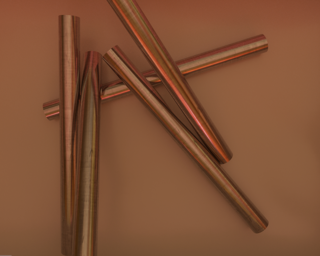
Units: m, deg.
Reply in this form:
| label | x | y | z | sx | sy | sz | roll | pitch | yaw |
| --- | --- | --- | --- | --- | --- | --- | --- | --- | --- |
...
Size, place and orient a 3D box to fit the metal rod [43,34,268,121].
| label | x | y | z | sx | sy | sz | roll | pitch | yaw |
| --- | --- | --- | --- | --- | --- | --- | --- | --- | --- |
| metal rod | -0.005 | -0.067 | 0.411 | 0.302 | 0.025 | 0.025 | -18 | 90 | -1 |

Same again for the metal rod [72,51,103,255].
| label | x | y | z | sx | sy | sz | roll | pitch | yaw |
| --- | --- | --- | --- | --- | --- | --- | --- | --- | --- |
| metal rod | -0.080 | 0.045 | 0.346 | 0.025 | 0.025 | 0.299 | -3 | 68 | 0 |

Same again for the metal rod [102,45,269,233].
| label | x | y | z | sx | sy | sz | roll | pitch | yaw |
| --- | --- | --- | --- | --- | --- | --- | --- | --- | --- |
| metal rod | 0.037 | 0.019 | 0.396 | 0.025 | 0.025 | 0.300 | -41 | 97 | 0 |

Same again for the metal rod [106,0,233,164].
| label | x | y | z | sx | sy | sz | roll | pitch | yaw |
| --- | --- | --- | --- | --- | --- | --- | --- | --- | --- |
| metal rod | 0.005 | -0.070 | 0.353 | 0.025 | 0.025 | 0.300 | -36 | 114 | 0 |

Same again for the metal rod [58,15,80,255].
| label | x | y | z | sx | sy | sz | roll | pitch | yaw |
| --- | --- | --- | --- | --- | --- | --- | --- | --- | --- |
| metal rod | -0.113 | 0.015 | 0.390 | 0.025 | 0.025 | 0.298 | 2 | 98 | -1 |
